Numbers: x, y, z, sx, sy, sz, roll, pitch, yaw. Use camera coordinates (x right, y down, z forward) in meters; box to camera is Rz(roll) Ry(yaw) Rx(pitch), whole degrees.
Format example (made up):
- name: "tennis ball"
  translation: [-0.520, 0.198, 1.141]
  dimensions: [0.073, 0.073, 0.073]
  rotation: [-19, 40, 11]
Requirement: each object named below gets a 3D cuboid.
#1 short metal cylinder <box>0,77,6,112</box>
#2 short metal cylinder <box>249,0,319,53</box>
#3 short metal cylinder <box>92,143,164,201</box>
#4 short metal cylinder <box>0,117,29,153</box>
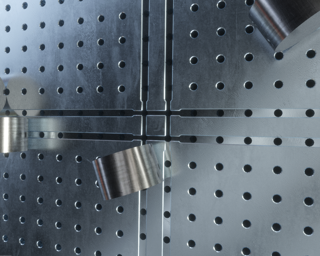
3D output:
- name: "short metal cylinder"
  translation: [-0.292, -0.055, 0.484]
  dimensions: [0.050, 0.080, 0.080]
  rotation: [-5, 89, 20]
- name: "short metal cylinder"
  translation: [0.144, -0.127, 0.333]
  dimensions: [0.080, 0.080, 0.050]
  rotation: [-35, 79, 16]
- name: "short metal cylinder"
  translation: [-0.041, 0.056, 0.397]
  dimensions: [0.080, 0.080, 0.050]
  rotation: [-19, 84, 18]
- name: "short metal cylinder"
  translation: [-0.242, 0.009, 0.467]
  dimensions: [0.080, 0.080, 0.050]
  rotation: [1, 90, 19]
